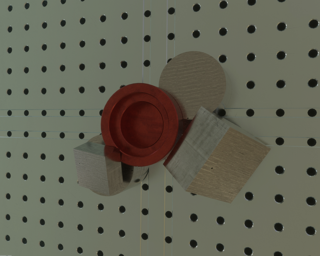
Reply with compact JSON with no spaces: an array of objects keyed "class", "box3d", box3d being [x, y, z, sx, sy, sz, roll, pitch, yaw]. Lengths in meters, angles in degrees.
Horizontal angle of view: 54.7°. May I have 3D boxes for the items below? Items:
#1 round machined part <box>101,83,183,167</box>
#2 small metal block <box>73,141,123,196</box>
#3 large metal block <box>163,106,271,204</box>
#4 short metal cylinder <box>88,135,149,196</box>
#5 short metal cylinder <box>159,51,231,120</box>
[{"class":"round machined part","box3d":[-0.019,-0.004,0.379,0.098,0.042,0.097,0,90,20]},{"class":"small metal block","box3d":[-0.074,0.048,0.372,0.050,0.025,0.050,9,113,31]},{"class":"large metal block","box3d":[0.065,0.033,0.353,0.080,0.080,0.050,-57,39,11]},{"class":"short metal cylinder","box3d":[-0.061,0.047,0.420,0.080,0.050,0.079,0,90,20]},{"class":"short metal cylinder","box3d":[0.045,-0.050,0.383,0.080,0.050,0.079,0,90,20]}]
